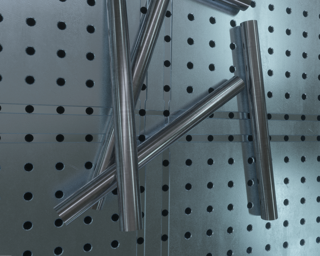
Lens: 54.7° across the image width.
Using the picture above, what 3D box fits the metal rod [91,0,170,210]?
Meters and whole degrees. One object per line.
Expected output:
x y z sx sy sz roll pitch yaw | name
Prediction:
-0.039 -0.044 0.398 0.025 0.025 0.299 20 83 -19 | metal rod

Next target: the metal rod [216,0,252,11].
-0.009 -0.218 0.409 0.302 0.025 0.025 13 86 -20 | metal rod

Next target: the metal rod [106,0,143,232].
-0.044 -0.036 0.364 0.025 0.025 0.298 -1 78 -20 | metal rod

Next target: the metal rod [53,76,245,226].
0.003 0.015 0.397 0.302 0.025 0.025 -36 102 -23 | metal rod

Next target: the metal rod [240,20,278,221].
0.150 -0.010 0.469 0.025 0.025 0.298 -8 93 -20 | metal rod
